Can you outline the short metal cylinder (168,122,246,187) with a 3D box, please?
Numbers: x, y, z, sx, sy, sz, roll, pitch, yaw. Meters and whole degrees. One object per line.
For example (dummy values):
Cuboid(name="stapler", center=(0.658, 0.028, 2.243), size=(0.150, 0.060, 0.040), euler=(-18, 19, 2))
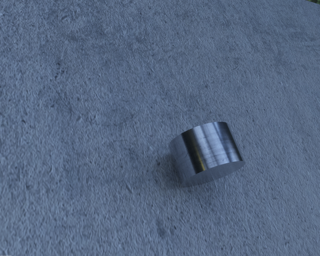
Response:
Cuboid(name="short metal cylinder", center=(0.056, 0.033, 0.378), size=(0.081, 0.080, 0.050), euler=(-5, 64, -30))
